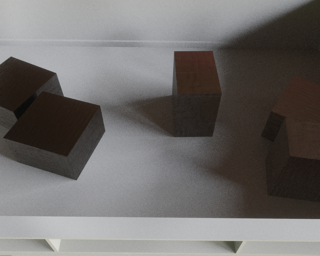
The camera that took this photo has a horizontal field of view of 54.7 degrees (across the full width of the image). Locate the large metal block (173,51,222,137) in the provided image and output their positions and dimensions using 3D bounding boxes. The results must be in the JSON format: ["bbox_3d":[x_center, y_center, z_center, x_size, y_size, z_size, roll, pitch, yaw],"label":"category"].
[{"bbox_3d":[0.044,-0.044,0.407,0.050,0.080,0.080,-1,50,-1],"label":"large metal block"}]

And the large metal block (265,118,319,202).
[{"bbox_3d":[0.168,0.038,0.339,0.080,0.080,0.050,7,51,5],"label":"large metal block"}]

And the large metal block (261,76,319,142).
[{"bbox_3d":[0.191,-0.012,0.402,0.080,0.050,0.080,29,55,21],"label":"large metal block"}]

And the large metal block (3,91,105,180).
[{"bbox_3d":[-0.124,0.008,0.381,0.080,0.050,0.080,15,51,11],"label":"large metal block"}]

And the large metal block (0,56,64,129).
[{"bbox_3d":[-0.194,-0.045,0.424,0.080,0.050,0.080,21,53,16],"label":"large metal block"}]
